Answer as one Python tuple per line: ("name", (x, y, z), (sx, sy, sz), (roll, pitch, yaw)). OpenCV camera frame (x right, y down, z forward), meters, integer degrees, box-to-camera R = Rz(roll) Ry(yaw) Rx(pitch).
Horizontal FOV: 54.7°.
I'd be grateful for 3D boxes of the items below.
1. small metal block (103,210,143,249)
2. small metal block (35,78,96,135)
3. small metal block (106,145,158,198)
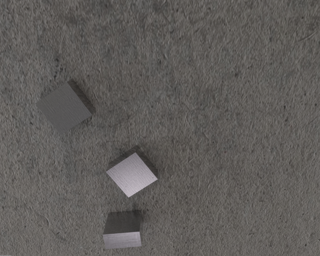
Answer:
("small metal block", (-0.052, 0.146, 0.450), (0.050, 0.050, 0.025), (-5, 110, 2))
("small metal block", (-0.120, -0.028, 0.398), (0.050, 0.025, 0.050), (-31, 107, 10))
("small metal block", (-0.038, 0.060, 0.431), (0.050, 0.025, 0.050), (-34, 107, 11))
